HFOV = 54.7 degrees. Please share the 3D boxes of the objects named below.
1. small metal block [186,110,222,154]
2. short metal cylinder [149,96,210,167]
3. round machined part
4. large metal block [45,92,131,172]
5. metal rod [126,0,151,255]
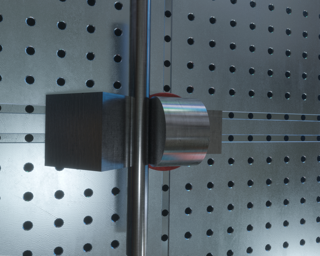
[{"bbox_3d":[0.051,0.004,0.374,0.025,0.050,0.050,1,90,-20],"label":"small metal block"},{"bbox_3d":[0.016,0.004,0.358,0.050,0.080,0.079,1,90,-20],"label":"short metal cylinder"},{"bbox_3d":[0.000,0.004,0.403,0.099,0.042,0.097,0,90,-21],"label":"round machined part"},{"bbox_3d":[-0.081,0.003,0.348,0.050,0.080,0.079,1,90,-62],"label":"large metal block"},{"bbox_3d":[-0.025,-0.003,0.360,0.025,0.025,0.298,1,90,-20],"label":"metal rod"}]
